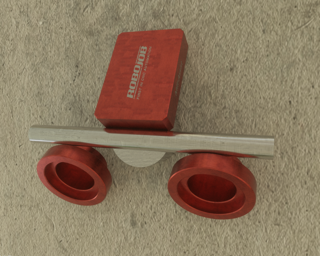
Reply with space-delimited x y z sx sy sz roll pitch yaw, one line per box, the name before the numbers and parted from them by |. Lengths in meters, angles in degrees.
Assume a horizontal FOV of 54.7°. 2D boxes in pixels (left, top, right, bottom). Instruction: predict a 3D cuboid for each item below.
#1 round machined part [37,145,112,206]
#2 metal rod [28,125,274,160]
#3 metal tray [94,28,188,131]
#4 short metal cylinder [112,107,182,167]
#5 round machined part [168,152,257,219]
round machined part | -0.111 0.059 0.422 0.098 0.042 0.097 9 131 11
metal rod | -0.026 0.014 0.366 0.301 0.025 0.025 3 91 19
metal tray | -0.020 -0.062 0.385 0.090 0.030 0.130 2 65 19
short metal cylinder | -0.017 0.008 0.402 0.080 0.050 0.079 0 90 19
round machined part | 0.061 0.062 0.360 0.098 0.042 0.097 10 136 11
